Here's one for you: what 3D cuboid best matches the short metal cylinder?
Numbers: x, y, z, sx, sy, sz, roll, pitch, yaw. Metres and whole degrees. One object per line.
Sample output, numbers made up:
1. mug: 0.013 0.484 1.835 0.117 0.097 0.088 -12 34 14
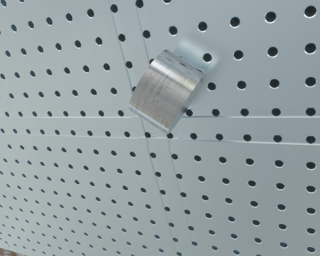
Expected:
1. short metal cylinder: 0.009 -0.039 0.345 0.050 0.080 0.079 33 129 6
